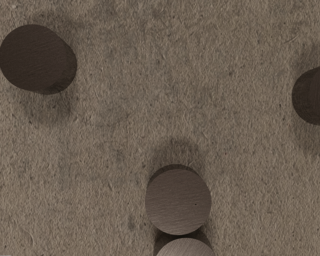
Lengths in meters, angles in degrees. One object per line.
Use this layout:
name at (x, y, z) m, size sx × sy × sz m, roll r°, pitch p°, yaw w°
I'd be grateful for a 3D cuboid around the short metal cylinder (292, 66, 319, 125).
short metal cylinder at (0.221, -0.043, 0.400) m, size 0.081 × 0.050 × 0.079 m, roll 0°, pitch 90°, yaw -1°

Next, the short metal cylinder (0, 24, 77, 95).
short metal cylinder at (-0.153, -0.085, 0.395) m, size 0.081 × 0.050 × 0.079 m, roll 0°, pitch 90°, yaw -1°

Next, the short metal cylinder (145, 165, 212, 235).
short metal cylinder at (0.022, 0.089, 0.398) m, size 0.081 × 0.050 × 0.079 m, roll 0°, pitch 90°, yaw -1°

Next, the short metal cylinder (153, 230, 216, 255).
short metal cylinder at (0.031, 0.172, 0.398) m, size 0.081 × 0.050 × 0.079 m, roll 0°, pitch 90°, yaw -1°
